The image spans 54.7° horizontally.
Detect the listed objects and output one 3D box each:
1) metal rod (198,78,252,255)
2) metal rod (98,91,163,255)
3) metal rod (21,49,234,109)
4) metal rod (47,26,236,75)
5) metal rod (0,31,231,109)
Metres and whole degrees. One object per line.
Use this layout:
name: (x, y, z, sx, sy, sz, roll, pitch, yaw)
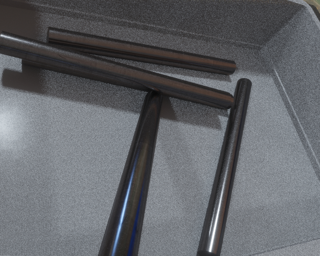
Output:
metal rod: (0.100, 0.034, 0.440, 0.025, 0.025, 0.300, 30, 52, -10)
metal rod: (-0.019, 0.030, 0.298, 0.025, 0.025, 0.301, 29, 27, -11)
metal rod: (-0.027, -0.066, 0.432, 0.302, 0.025, 0.025, 10, 58, -23)
metal rod: (-0.011, -0.112, 0.469, 0.303, 0.025, 0.025, 3, 61, -27)
metal rod: (-0.038, -0.068, 0.399, 0.302, 0.025, 0.025, 11, 57, -23)
